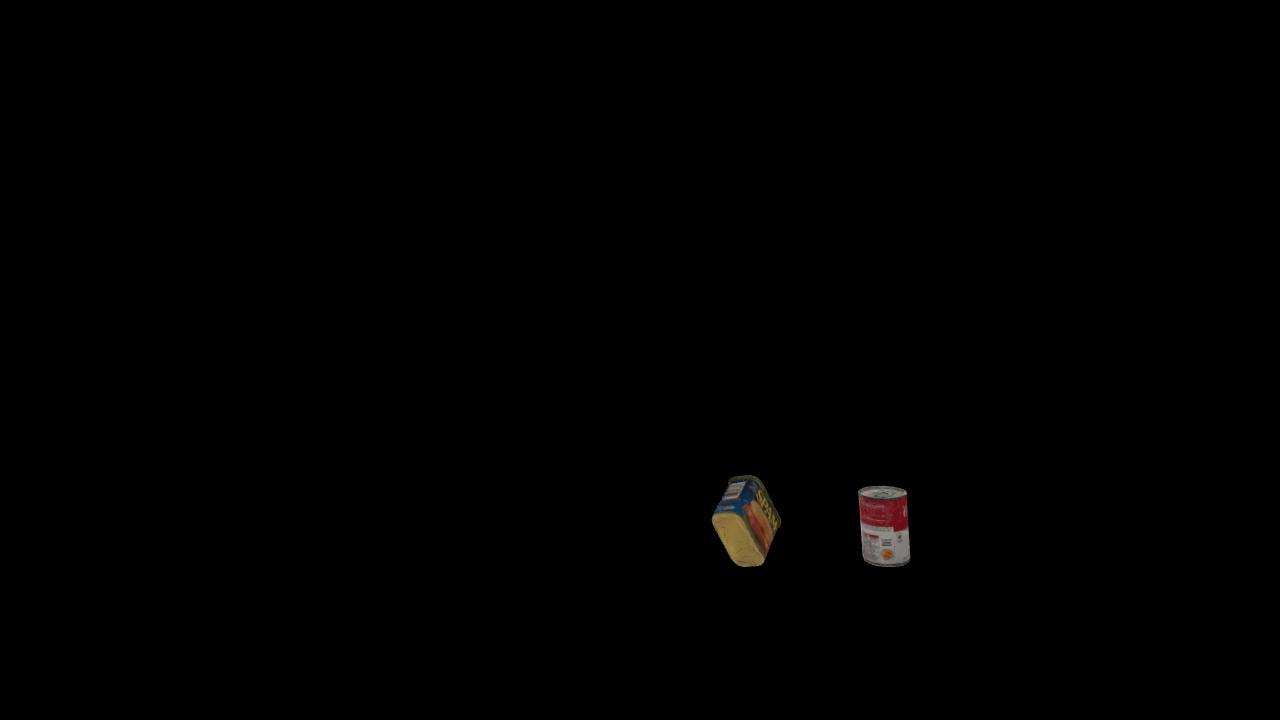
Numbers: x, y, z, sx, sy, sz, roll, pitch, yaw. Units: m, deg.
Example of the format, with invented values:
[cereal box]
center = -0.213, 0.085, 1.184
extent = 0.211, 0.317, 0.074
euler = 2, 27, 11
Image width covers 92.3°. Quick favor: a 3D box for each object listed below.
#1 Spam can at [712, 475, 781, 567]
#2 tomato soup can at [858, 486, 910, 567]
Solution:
[Spam can]
center = 0.154, 0.234, 0.892
extent = 0.058, 0.101, 0.085
euler = -18, 18, 37
[tomato soup can]
center = 0.357, 0.242, 0.899
extent = 0.068, 0.101, 0.068
euler = -4, 2, 0
